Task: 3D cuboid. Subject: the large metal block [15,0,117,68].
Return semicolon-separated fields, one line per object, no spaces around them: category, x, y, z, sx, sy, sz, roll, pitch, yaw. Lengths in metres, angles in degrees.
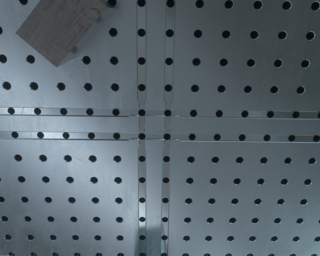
large metal block;-0.097;-0.119;0.339;0.050;0.080;0.080;42;105;-14
